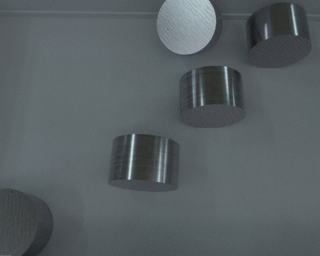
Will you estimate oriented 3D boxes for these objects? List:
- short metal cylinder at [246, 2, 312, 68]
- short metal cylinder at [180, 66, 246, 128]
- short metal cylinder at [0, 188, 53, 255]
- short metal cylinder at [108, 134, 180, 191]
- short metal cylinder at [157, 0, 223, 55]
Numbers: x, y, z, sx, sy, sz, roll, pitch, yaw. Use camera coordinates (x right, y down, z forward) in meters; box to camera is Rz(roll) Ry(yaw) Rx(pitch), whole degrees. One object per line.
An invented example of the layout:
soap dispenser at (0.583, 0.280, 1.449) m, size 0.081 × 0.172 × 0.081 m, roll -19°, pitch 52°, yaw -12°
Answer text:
short metal cylinder at (0.161, -0.125, 0.427) m, size 0.080 × 0.080 × 0.050 m, roll 1°, pitch 70°, yaw 0°
short metal cylinder at (0.065, -0.037, 0.394) m, size 0.081 × 0.080 × 0.050 m, roll 0°, pitch 70°, yaw 0°
short metal cylinder at (-0.171, 0.113, 0.354) m, size 0.081 × 0.050 × 0.080 m, roll 0°, pitch 70°, yaw 0°
short metal cylinder at (-0.018, 0.044, 0.364) m, size 0.080 × 0.080 × 0.050 m, roll 4°, pitch 70°, yaw 1°
short metal cylinder at (0.042, -0.143, 0.428) m, size 0.080 × 0.050 × 0.079 m, roll 5°, pitch 105°, yaw 20°
